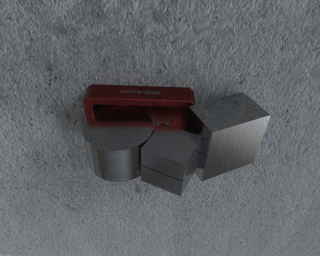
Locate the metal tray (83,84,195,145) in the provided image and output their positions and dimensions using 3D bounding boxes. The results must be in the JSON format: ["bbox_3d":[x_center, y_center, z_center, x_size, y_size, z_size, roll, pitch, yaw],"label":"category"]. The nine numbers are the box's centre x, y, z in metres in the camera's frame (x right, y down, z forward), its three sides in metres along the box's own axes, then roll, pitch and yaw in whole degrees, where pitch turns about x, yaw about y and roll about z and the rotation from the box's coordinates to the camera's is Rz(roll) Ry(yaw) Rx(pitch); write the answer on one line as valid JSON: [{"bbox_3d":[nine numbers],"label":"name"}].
[{"bbox_3d":[-0.025,-0.009,0.397,0.131,0.030,0.089,2,130,-2],"label":"metal tray"}]

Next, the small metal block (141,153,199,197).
[{"bbox_3d":[0.012,0.045,0.361,0.050,0.050,0.025,19,131,18],"label":"small metal block"}]

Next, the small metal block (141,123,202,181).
[{"bbox_3d":[0.013,0.025,0.345,0.050,0.050,0.025,19,131,18],"label":"small metal block"}]

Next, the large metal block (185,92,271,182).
[{"bbox_3d":[0.078,0.010,0.383,0.081,0.050,0.079,-15,134,-22],"label":"large metal block"}]

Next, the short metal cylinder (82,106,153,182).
[{"bbox_3d":[-0.048,0.017,0.370,0.081,0.080,0.050,1,130,-1],"label":"short metal cylinder"}]
